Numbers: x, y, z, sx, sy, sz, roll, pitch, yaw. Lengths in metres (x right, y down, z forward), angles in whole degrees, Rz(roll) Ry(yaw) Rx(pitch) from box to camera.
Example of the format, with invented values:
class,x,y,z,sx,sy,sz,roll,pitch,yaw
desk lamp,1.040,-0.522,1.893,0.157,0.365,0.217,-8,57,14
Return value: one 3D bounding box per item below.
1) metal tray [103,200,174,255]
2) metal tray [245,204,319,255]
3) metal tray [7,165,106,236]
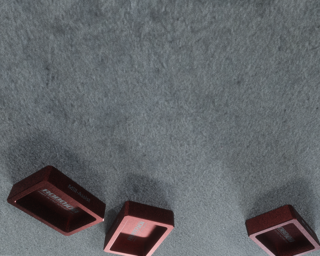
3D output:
class,x,y,z,sx,sy,sz,roll,pitch,yaw
metal tray,-0.041,0.189,0.564,0.091,0.030,0.129,18,128,-15
metal tray,0.230,0.200,0.577,0.090,0.030,0.130,-31,124,23
metal tray,-0.165,0.123,0.506,0.090,0.030,0.130,-28,125,21
